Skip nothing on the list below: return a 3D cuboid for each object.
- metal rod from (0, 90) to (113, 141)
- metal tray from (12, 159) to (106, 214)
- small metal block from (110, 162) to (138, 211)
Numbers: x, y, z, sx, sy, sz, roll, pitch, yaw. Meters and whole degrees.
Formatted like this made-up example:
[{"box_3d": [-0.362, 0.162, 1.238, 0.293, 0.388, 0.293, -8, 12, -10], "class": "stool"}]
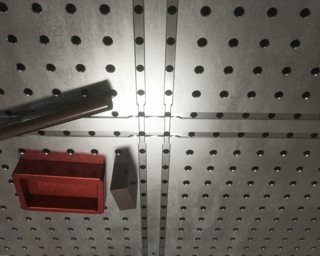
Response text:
[{"box_3d": [-0.206, 0.003, 0.410, 0.301, 0.025, 0.025, -15, 129, 11], "class": "metal rod"}, {"box_3d": [-0.152, 0.094, 0.486, 0.131, 0.030, 0.089, 4, 130, -5], "class": "metal tray"}, {"box_3d": [-0.053, 0.088, 0.470, 0.025, 0.050, 0.050, -10, 130, 7], "class": "small metal block"}]
